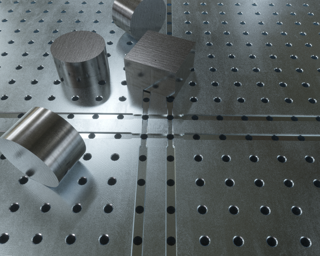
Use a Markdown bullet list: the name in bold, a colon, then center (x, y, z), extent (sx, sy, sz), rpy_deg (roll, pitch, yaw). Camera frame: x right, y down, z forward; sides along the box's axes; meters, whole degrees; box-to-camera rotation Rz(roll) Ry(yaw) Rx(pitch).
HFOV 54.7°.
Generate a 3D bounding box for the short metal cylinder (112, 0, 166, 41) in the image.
- **short metal cylinder**: center (-0.036, -0.199, 0.538), extent (0.080, 0.080, 0.050), rpy_deg (-34, 58, -25)

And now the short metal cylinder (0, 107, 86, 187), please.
- **short metal cylinder**: center (-0.133, 0.022, 0.352), extent (0.080, 0.080, 0.050), rpy_deg (21, 53, 17)

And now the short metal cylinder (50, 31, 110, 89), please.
- **short metal cylinder**: center (-0.122, -0.107, 0.480), extent (0.081, 0.050, 0.080), rpy_deg (0, 50, 0)

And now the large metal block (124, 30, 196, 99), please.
- **large metal block**: center (0.001, -0.099, 0.474), extent (0.080, 0.050, 0.080), rpy_deg (19, 53, 15)
